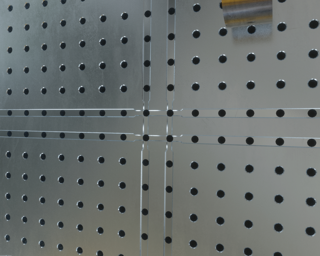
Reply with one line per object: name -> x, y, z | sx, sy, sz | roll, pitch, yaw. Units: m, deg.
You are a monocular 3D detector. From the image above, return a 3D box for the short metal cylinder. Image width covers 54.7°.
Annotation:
short metal cylinder -> 0.100, -0.156, 0.348 | 0.050, 0.080, 0.080 | -1, 90, 20
